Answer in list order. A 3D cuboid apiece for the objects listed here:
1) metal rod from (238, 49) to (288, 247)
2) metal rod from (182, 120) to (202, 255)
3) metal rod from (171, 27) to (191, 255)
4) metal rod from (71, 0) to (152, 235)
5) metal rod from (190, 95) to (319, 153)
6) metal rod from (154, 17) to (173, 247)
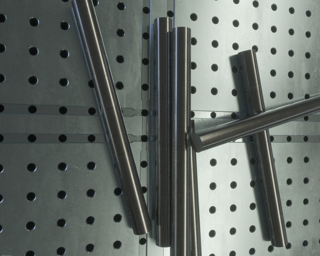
[{"bbox_3d":[0.157,0.033,0.469,0.025,0.025,0.298,-13,94,-20],"label":"metal rod"},{"bbox_3d":[0.043,0.138,0.428,0.025,0.025,0.298,-4,91,-20],"label":"metal rod"},{"bbox_3d":[0.027,0.022,0.399,0.025,0.025,0.298,0,89,-20],"label":"metal rod"},{"bbox_3d":[-0.059,-0.011,0.390,0.025,0.025,0.299,-16,96,-19],"label":"metal rod"},{"bbox_3d":[0.171,-0.016,0.450,0.302,0.025,0.025,-15,95,-29],"label":"metal rod"},{"bbox_3d":[0.006,0.006,0.414,0.025,0.025,0.298,-1,90,-20],"label":"metal rod"}]
